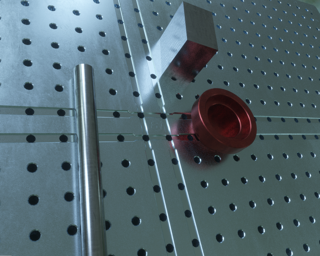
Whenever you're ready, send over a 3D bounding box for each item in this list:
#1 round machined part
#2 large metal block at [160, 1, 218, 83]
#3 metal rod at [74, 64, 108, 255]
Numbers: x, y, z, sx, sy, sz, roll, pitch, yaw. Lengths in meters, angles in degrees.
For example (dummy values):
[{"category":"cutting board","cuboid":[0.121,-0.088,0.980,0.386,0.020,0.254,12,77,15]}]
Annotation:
[{"category":"round machined part","cuboid":[0.088,-0.006,0.450,0.099,0.042,0.098,14,56,-21]},{"category":"large metal block","cuboid":[0.041,-0.130,0.476,0.050,0.080,0.080,12,57,-22]},{"category":"metal rod","cuboid":[-0.075,0.056,0.334,0.025,0.025,0.299,4,60,-26]}]
